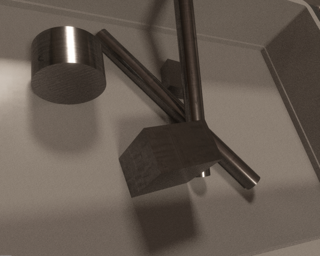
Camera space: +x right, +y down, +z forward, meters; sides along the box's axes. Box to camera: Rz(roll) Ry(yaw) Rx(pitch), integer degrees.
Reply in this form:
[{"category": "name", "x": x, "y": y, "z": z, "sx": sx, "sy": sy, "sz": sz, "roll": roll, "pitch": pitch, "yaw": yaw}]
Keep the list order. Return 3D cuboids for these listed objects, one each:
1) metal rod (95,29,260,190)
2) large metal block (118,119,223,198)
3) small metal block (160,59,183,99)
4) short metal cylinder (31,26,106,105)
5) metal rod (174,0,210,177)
[{"category": "metal rod", "x": 0.022, "y": -0.027, "z": 0.435, "sx": 0.300, "sy": 0.025, "sz": 0.025, "roll": 44, "pitch": 51, "yaw": 2}, {"category": "large metal block", "x": 0.009, "y": 0.035, "z": 0.355, "sx": 0.081, "sy": 0.080, "sz": 0.050, "roll": -8, "pitch": 66, "yaw": -32}, {"category": "small metal block", "x": 0.030, "y": -0.072, "z": 0.468, "sx": 0.050, "sy": 0.025, "sz": 0.050, "roll": 10, "pitch": 57, "yaw": -23}, {"category": "short metal cylinder", "x": -0.105, "y": -0.069, "z": 0.357, "sx": 0.081, "sy": 0.080, "sz": 0.050, "roll": 3, "pitch": 61, "yaw": -27}, {"category": "metal rod", "x": 0.038, "y": -0.087, "z": 0.402, "sx": 0.025, "sy": 0.025, "sz": 0.298, "roll": -5, "pitch": 89, "yaw": -31}]
